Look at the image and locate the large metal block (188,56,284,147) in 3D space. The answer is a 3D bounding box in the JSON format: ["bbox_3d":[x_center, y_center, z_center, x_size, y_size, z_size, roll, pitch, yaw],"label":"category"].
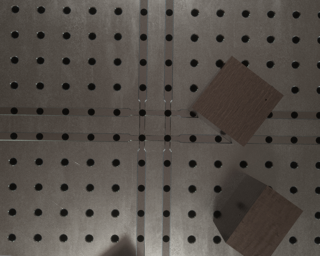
[{"bbox_3d":[0.095,-0.033,0.402,0.080,0.050,0.080,37,90,-1],"label":"large metal block"}]

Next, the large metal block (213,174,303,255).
[{"bbox_3d":[0.117,0.111,0.388,0.050,0.080,0.080,36,90,-1],"label":"large metal block"}]
